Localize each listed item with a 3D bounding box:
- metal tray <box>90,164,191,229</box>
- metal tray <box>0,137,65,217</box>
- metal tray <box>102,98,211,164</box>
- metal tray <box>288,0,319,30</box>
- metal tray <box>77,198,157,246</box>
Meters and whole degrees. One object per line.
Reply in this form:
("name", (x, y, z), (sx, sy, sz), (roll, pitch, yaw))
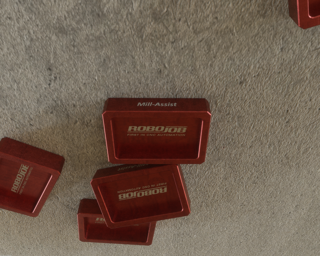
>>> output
("metal tray", (-0.027, 0.097, 0.466), (0.131, 0.030, 0.089), (-12, 110, 9))
("metal tray", (-0.210, 0.079, 0.468), (0.091, 0.030, 0.129), (23, 126, -19))
("metal tray", (-0.004, 0.006, 0.406), (0.131, 0.030, 0.089), (0, 129, -1))
("metal tray", (0.184, -0.153, 0.275), (0.130, 0.030, 0.090), (-15, 129, 12))
("metal tray", (-0.075, 0.167, 0.545), (0.131, 0.030, 0.089), (5, 130, -5))
